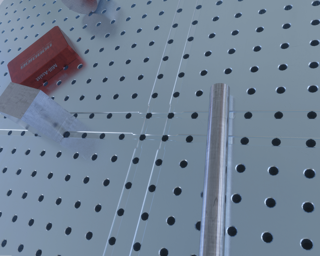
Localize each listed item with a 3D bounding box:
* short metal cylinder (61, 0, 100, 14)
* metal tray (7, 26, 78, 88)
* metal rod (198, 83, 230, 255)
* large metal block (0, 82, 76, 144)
[{"bbox_3d":[-0.158,-0.278,0.624,0.080,0.080,0.050,-1,62,27],"label":"short metal cylinder"},{"bbox_3d":[-0.231,-0.132,0.604,0.130,0.030,0.090,-37,51,3],"label":"metal tray"},{"bbox_3d":[0.057,0.081,0.327,0.025,0.025,0.299,-6,59,25],"label":"metal rod"},{"bbox_3d":[-0.197,-0.024,0.488,0.080,0.080,0.050,16,70,34],"label":"large metal block"}]
